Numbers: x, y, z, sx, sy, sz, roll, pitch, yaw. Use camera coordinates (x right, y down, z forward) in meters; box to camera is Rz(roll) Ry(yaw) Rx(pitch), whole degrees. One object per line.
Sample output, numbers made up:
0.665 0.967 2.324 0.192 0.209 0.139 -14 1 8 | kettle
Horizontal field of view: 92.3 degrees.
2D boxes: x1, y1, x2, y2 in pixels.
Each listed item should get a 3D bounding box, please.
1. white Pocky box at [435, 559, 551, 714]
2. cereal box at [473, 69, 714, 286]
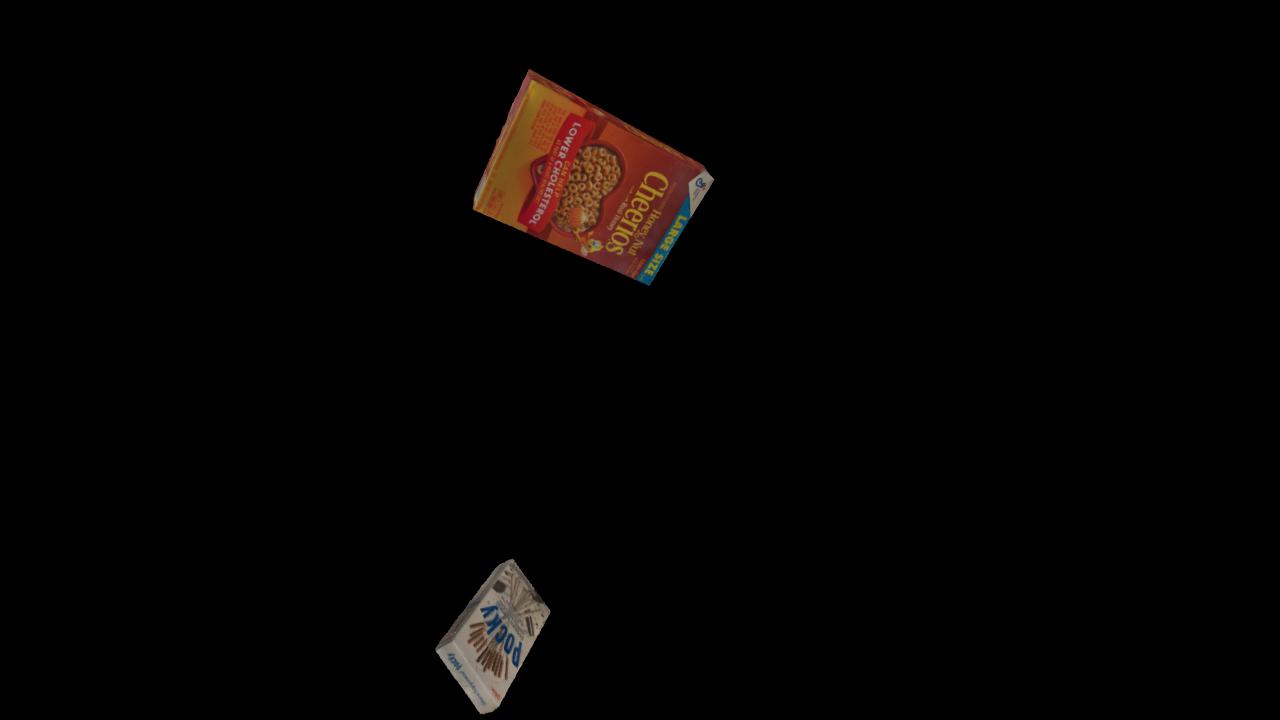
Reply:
-0.154 0.291 0.667 0.028 0.084 0.154 -32 5 16 | white Pocky box
-0.068 -0.260 0.924 0.306 0.203 0.081 21 29 -25 | cereal box
